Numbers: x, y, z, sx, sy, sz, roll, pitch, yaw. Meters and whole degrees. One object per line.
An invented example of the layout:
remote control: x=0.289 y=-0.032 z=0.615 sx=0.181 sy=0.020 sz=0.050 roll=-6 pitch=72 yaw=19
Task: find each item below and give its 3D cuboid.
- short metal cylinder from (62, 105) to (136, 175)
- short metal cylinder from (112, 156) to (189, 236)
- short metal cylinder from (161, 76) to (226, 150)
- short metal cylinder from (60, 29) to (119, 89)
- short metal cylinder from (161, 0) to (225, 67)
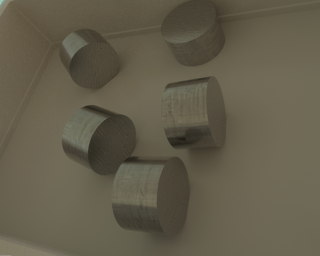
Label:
short metal cylinder: x=-0.077 y=0.015 z=0.400 sx=0.050 sy=0.080 sz=0.080 roll=19 pitch=72 yaw=35
short metal cylinder: x=-0.007 y=0.070 z=0.330 sx=0.050 sy=0.080 sz=0.080 roll=-2 pitch=61 yaw=27
short metal cylinder: x=0.042 y=-0.016 z=0.358 sx=0.050 sy=0.080 sz=0.080 roll=-6 pitch=59 yaw=25
short metal cylinder: x=-0.113 y=-0.110 z=0.495 sx=0.080 sy=0.080 sz=0.050 roll=-40 pitch=51 yaw=1
short metal cylinder: x=0.048 y=-0.136 z=0.447 sx=0.080 sy=0.050 sz=0.080 roll=-13 pitch=56 yaw=20
